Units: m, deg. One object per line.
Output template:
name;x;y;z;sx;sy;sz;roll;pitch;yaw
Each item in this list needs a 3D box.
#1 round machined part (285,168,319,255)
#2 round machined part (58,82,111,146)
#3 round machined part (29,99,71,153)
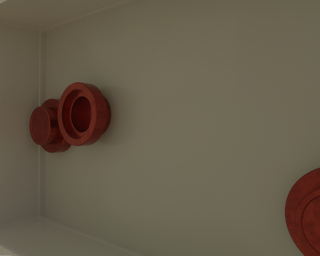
round machined part;0.157;0.081;0.266;0.098;0.042;0.097;0;90;39
round machined part;-0.115;-0.021;0.488;0.098;0.042;0.097;0;90;39
round machined part;-0.197;-0.004;0.555;0.098;0.042;0.097;0;90;39
